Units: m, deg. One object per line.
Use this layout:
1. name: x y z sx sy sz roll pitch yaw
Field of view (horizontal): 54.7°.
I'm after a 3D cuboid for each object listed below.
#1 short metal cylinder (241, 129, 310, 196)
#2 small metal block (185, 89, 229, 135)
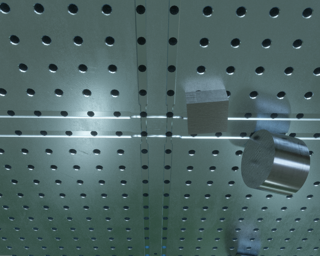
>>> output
1. short metal cylinder: 0.152 0.046 0.416 0.050 0.080 0.079 14 129 -12
2. small metal block: 0.059 -0.020 0.395 0.050 0.025 0.050 -4 130 3
